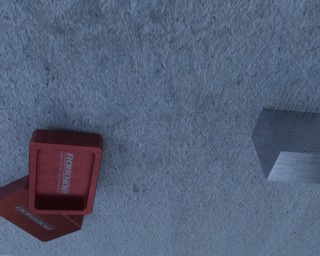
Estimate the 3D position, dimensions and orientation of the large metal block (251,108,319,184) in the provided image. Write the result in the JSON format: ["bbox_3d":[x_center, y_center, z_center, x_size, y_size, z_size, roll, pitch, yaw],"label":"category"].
[{"bbox_3d":[0.171,0.022,0.393,0.081,0.080,0.050,5,130,-4],"label":"large metal block"}]

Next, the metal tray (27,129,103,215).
[{"bbox_3d":[-0.135,0.066,0.437,0.091,0.030,0.129,6,121,-16],"label":"metal tray"}]

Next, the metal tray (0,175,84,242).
[{"bbox_3d":[-0.203,0.138,0.519,0.090,0.030,0.130,-24,127,19],"label":"metal tray"}]
